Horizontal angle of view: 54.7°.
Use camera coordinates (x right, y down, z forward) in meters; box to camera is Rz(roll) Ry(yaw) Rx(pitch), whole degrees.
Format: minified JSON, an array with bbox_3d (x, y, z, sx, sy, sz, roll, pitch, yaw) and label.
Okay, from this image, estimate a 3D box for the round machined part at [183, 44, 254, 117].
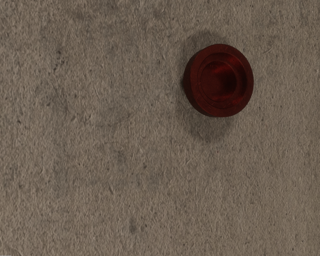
[{"bbox_3d":[0.077,-0.063,0.430,0.099,0.042,0.097,0,90,-21],"label":"round machined part"}]
